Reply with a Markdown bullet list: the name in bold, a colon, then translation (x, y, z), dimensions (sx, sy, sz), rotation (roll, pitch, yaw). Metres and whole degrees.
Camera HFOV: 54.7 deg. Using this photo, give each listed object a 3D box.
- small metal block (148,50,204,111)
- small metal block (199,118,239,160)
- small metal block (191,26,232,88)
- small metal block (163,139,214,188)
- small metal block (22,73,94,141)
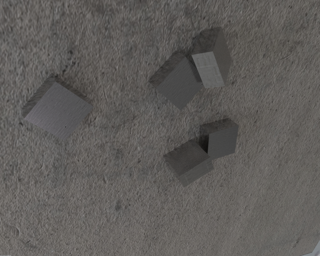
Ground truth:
- **small metal block**: translation (0.023, -0.058, 0.383), dimensions (0.050, 0.025, 0.050), rotation (-47, 129, 5)
- **small metal block**: translation (0.087, 0.017, 0.465), dimensions (0.050, 0.025, 0.050), rotation (-14, 125, -21)
- **small metal block**: translation (0.064, -0.084, 0.372), dimensions (0.050, 0.025, 0.050), rotation (60, 39, -39)
- **small metal block**: translation (0.040, 0.049, 0.443), dimensions (0.050, 0.050, 0.025), rotation (-30, 129, -9)
- **small metal block**: translation (-0.109, -0.022, 0.333), dimensions (0.050, 0.025, 0.050), rotation (-48, 129, 6)
